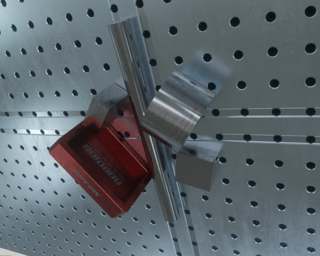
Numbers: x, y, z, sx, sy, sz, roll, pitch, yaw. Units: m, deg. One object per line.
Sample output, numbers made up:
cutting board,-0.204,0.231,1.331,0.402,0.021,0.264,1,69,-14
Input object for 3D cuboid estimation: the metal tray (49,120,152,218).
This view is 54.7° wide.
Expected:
metal tray,-0.078,0.050,0.438,0.130,0.090,0.030,48,129,-6

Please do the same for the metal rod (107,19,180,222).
metal rod,-0.015,0.008,0.422,0.025,0.025,0.298,0,119,28

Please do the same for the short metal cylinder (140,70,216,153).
short metal cylinder,0.021,-0.018,0.352,0.050,0.080,0.079,33,129,6

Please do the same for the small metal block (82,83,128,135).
small metal block,-0.073,-0.026,0.414,0.025,0.050,0.050,36,129,4

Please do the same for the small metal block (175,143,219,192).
small metal block,0.049,0.052,0.417,0.050,0.025,0.050,14,124,20
